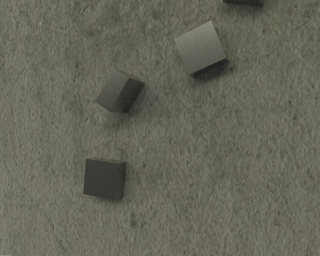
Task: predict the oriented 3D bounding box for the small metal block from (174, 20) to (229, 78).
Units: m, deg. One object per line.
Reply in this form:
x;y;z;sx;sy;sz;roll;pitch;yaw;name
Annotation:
0.053;-0.098;0.390;0.050;0.025;0.050;-23;83;18;small metal block

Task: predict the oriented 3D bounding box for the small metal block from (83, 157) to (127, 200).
-0.077;0.070;0.435;0.050;0.025;0.050;6;92;19;small metal block

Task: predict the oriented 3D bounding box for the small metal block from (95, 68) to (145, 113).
-0.052;-0.048;0.413;0.025;0.050;0.050;35;101;16;small metal block

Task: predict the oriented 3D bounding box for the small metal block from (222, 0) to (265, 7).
0.105;-0.178;0.372;0.050;0.025;0.050;16;95;19;small metal block
